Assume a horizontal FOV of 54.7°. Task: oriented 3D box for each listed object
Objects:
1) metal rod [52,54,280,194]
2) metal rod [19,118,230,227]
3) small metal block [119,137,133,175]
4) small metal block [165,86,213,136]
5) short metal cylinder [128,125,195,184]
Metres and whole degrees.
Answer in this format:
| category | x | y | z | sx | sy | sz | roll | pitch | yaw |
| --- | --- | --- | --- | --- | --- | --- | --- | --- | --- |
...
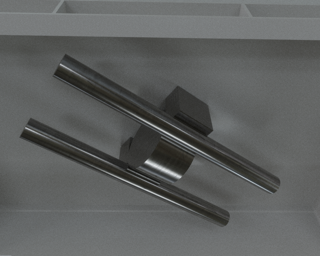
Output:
| category | x | y | z | sx | sy | sz | roll | pitch | yaw |
| --- | --- | --- | --- | --- | --- | --- | --- | --- | --- |
| metal rod | 0.027 | 0.008 | 0.349 | 0.301 | 0.025 | 0.025 | 29 | 124 | -23 |
| metal rod | -0.027 | 0.067 | 0.400 | 0.301 | 0.025 | 0.025 | 29 | 124 | -23 |
| small metal block | -0.029 | 0.048 | 0.431 | 0.050 | 0.050 | 0.025 | 30 | 124 | -23 |
| small metal block | 0.034 | -0.017 | 0.376 | 0.050 | 0.050 | 0.025 | 30 | 124 | -23 |
| short metal cylinder | 0.002 | 0.025 | 0.392 | 0.050 | 0.080 | 0.080 | 30 | 124 | -23 |
